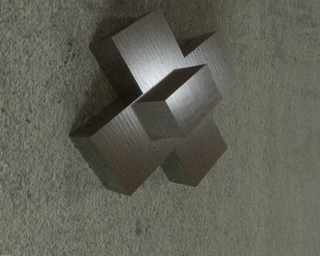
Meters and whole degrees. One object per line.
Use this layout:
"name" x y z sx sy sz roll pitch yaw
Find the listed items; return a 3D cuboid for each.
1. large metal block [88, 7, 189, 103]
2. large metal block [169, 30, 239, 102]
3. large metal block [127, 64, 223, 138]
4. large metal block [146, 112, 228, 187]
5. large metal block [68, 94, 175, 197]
"large metal block" -0.023 -0.085 0.371 0.080 0.050 0.080 -44 117 -31
"large metal block" 0.057 -0.079 0.439 0.080 0.050 0.080 -44 117 -31
"large metal block" 0.016 -0.033 0.385 0.080 0.080 0.050 -44 117 -31
"large metal block" 0.037 0.020 0.422 0.080 0.050 0.080 -44 117 -31
"large metal block" -0.041 0.018 0.356 0.080 0.050 0.080 -44 117 -31
